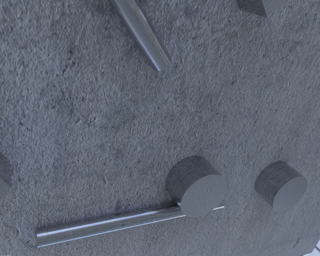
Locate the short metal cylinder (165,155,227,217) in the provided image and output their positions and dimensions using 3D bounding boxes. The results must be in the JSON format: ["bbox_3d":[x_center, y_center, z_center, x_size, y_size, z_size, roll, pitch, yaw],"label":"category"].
[{"bbox_3d":[0.056,0.089,0.477,0.081,0.050,0.079,-14,124,-21],"label":"short metal cylinder"}]

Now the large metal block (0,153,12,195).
[{"bbox_3d":[-0.209,0.044,0.303,0.080,0.050,0.080,-34,129,-6],"label":"large metal block"}]

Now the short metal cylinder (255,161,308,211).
[{"bbox_3d":[0.227,0.109,0.582,0.081,0.050,0.079,-14,124,-21],"label":"short metal cylinder"}]

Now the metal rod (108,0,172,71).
[{"bbox_3d":[-0.067,-0.167,0.266,0.025,0.025,0.300,-39,130,-2],"label":"metal rod"}]

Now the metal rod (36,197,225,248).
[{"bbox_3d":[-0.028,0.137,0.476,0.303,0.025,0.025,-4,120,-27],"label":"metal rod"}]

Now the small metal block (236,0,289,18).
[{"bbox_3d":[0.124,-0.159,0.360,0.050,0.050,0.025,-39,129,-2],"label":"small metal block"}]
